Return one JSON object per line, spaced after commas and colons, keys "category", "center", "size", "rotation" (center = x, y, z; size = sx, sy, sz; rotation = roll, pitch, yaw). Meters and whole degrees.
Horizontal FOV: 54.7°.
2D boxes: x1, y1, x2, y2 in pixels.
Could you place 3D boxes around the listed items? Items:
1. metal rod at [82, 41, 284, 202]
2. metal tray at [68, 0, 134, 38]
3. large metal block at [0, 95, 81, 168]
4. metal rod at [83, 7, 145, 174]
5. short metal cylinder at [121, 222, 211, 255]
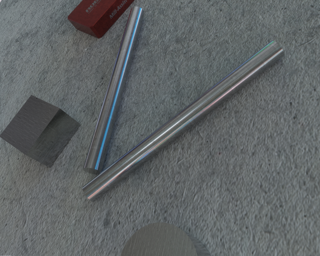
{"category": "metal rod", "center": [0.028, -0.007, 0.392], "size": [0.300, 0.025, 0.025], "rotation": [-38, 51, 2]}
{"category": "metal tray", "center": [-0.108, -0.241, 0.603], "size": [0.090, 0.030, 0.130], "rotation": [31, 79, 37]}
{"category": "large metal block", "center": [-0.185, 0.004, 0.480], "size": [0.080, 0.050, 0.080], "rotation": [22, 73, 35]}
{"category": "metal rod", "center": [-0.065, -0.074, 0.481], "size": [0.025, 0.025, 0.299], "rotation": [-3, 60, 26]}
{"category": "short metal cylinder", "center": [0.007, 0.138, 0.299], "size": [0.080, 0.050, 0.080], "rotation": [-13, 56, 20]}
